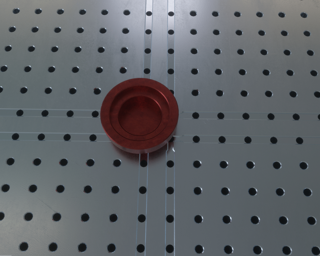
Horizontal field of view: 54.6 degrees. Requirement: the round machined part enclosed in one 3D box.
[{"bbox_3d":[-0.026,-0.013,0.407,0.099,0.042,0.098,0,70,0],"label":"round machined part"}]
